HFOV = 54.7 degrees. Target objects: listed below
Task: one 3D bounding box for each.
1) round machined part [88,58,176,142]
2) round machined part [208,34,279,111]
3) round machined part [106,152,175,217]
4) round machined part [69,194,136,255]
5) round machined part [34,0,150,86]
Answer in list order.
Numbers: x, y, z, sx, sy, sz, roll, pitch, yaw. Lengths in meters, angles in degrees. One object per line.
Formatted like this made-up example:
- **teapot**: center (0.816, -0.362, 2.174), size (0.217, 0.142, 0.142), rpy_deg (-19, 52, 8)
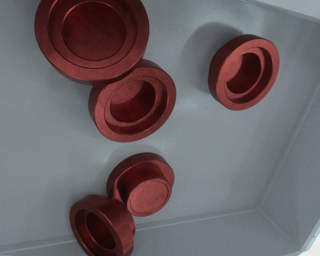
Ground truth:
- **round machined part**: center (-0.034, -0.035, 0.354), size (0.099, 0.042, 0.097), rpy_deg (-19, 133, -21)
- **round machined part**: center (0.105, -0.076, 0.410), size (0.099, 0.042, 0.097), rpy_deg (-14, 125, -21)
- **round machined part**: center (-0.023, 0.087, 0.441), size (0.099, 0.042, 0.097), rpy_deg (-14, 125, -21)
- **round machined part**: center (-0.072, 0.132, 0.414), size (0.042, 0.098, 0.097), rpy_deg (-29, 135, -48)
- **round machined part**: center (-0.061, -0.087, 0.291), size (0.099, 0.042, 0.097), rpy_deg (1, 85, -8)
